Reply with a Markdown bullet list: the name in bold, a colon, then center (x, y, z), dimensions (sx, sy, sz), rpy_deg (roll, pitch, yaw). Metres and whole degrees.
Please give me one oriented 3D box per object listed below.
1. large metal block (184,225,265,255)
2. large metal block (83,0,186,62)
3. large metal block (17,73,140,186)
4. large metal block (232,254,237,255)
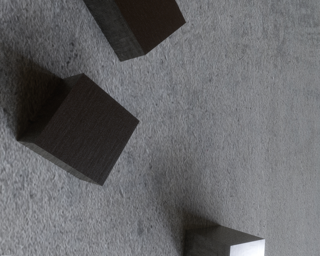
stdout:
- **large metal block**: center (0.092, 0.179, 0.446), dimensions (0.081, 0.080, 0.050), rpy_deg (9, 84, -40)
- **large metal block**: center (-0.027, -0.137, 0.365), dimensions (0.080, 0.050, 0.080), rpy_deg (-46, 118, -30)
- **large metal block**: center (-0.081, 0.003, 0.320), dimensions (0.080, 0.050, 0.080), rpy_deg (42, 65, -32)
- **large metal block**: center (0.140, 0.259, 0.487), dimensions (0.080, 0.080, 0.050), rpy_deg (-53, 121, -27)
